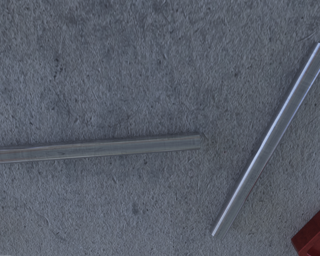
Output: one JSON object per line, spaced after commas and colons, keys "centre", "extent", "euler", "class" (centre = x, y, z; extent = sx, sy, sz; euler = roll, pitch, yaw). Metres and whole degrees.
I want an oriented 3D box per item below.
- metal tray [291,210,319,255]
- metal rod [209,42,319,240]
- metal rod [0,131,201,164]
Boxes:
{"centre": [0.283, 0.182, 0.477], "extent": [0.130, 0.030, 0.090], "euler": [32, 107, -11], "class": "metal tray"}
{"centre": [0.142, 0.030, 0.422], "extent": [0.025, 0.025, 0.298], "euler": [21, 109, -8], "class": "metal rod"}
{"centre": [-0.098, 0.028, 0.419], "extent": [0.302, 0.025, 0.025], "euler": [-4, 110, 1], "class": "metal rod"}
